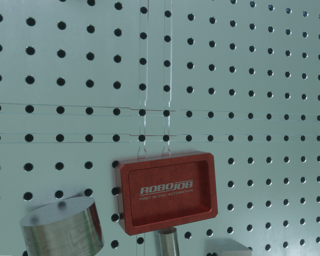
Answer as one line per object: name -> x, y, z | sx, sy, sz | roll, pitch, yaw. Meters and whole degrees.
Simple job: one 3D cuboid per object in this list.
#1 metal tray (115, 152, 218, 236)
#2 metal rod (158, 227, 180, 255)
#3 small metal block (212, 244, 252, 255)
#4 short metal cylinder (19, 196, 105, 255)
metal tray -> 0.011, 0.083, 0.415 | 0.131, 0.030, 0.089 | -5, 92, -20
metal rod -> 0.029, 0.286, 0.425 | 0.025, 0.025, 0.298 | -8, 93, -20
small metal block -> 0.104, 0.200, 0.453 | 0.050, 0.025, 0.050 | 7, 88, -20
short metal cylinder -> -0.107, 0.115, 0.345 | 0.081, 0.080, 0.050 | -14, 95, -20
